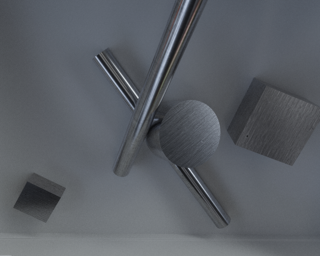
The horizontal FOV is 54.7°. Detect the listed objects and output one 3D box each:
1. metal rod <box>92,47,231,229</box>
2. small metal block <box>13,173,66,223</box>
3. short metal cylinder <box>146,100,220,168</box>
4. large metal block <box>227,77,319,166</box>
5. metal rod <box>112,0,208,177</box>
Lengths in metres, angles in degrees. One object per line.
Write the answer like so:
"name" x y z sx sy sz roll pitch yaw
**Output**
"metal rod" 0.011 0.025 0.420 0.025 0.025 0.299 -32 107 11
"small metal block" -0.173 0.101 0.446 0.050 0.025 0.050 30 107 -11
"short metal cylinder" 0.027 0.005 0.384 0.081 0.050 0.079 -2 95 -23
"large metal block" 0.145 -0.009 0.397 0.080 0.050 0.079 20 109 -8
"metal rod" -0.007 -0.038 0.331 0.025 0.025 0.298 19 134 -7
